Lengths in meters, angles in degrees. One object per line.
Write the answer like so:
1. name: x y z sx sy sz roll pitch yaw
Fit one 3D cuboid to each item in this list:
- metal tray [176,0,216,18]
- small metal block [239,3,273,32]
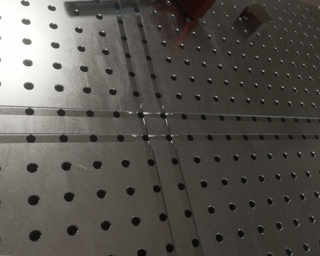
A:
1. metal tray: 0.055 -0.278 0.565 0.030 0.090 0.130 -22 74 -43
2. small metal block: 0.209 -0.239 0.670 0.050 0.025 0.050 -29 78 -38
